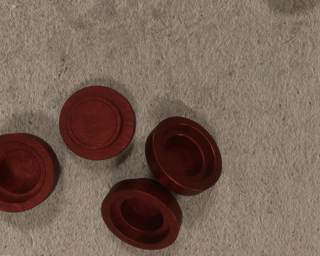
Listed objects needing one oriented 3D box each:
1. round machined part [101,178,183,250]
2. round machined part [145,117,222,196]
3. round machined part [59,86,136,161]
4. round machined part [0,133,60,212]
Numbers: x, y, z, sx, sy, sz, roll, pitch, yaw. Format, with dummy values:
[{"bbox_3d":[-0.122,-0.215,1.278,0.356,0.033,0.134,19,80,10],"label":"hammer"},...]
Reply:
[{"bbox_3d":[-0.019,0.101,0.386,0.098,0.042,0.097,8,121,14],"label":"round machined part"},{"bbox_3d":[0.025,0.038,0.385,0.099,0.042,0.098,17,53,-23],"label":"round machined part"},{"bbox_3d":[-0.082,-0.006,0.400,0.099,0.042,0.097,0,90,-1],"label":"round machined part"},{"bbox_3d":[-0.178,0.055,0.399,0.099,0.042,0.097,0,90,-1],"label":"round machined part"}]
